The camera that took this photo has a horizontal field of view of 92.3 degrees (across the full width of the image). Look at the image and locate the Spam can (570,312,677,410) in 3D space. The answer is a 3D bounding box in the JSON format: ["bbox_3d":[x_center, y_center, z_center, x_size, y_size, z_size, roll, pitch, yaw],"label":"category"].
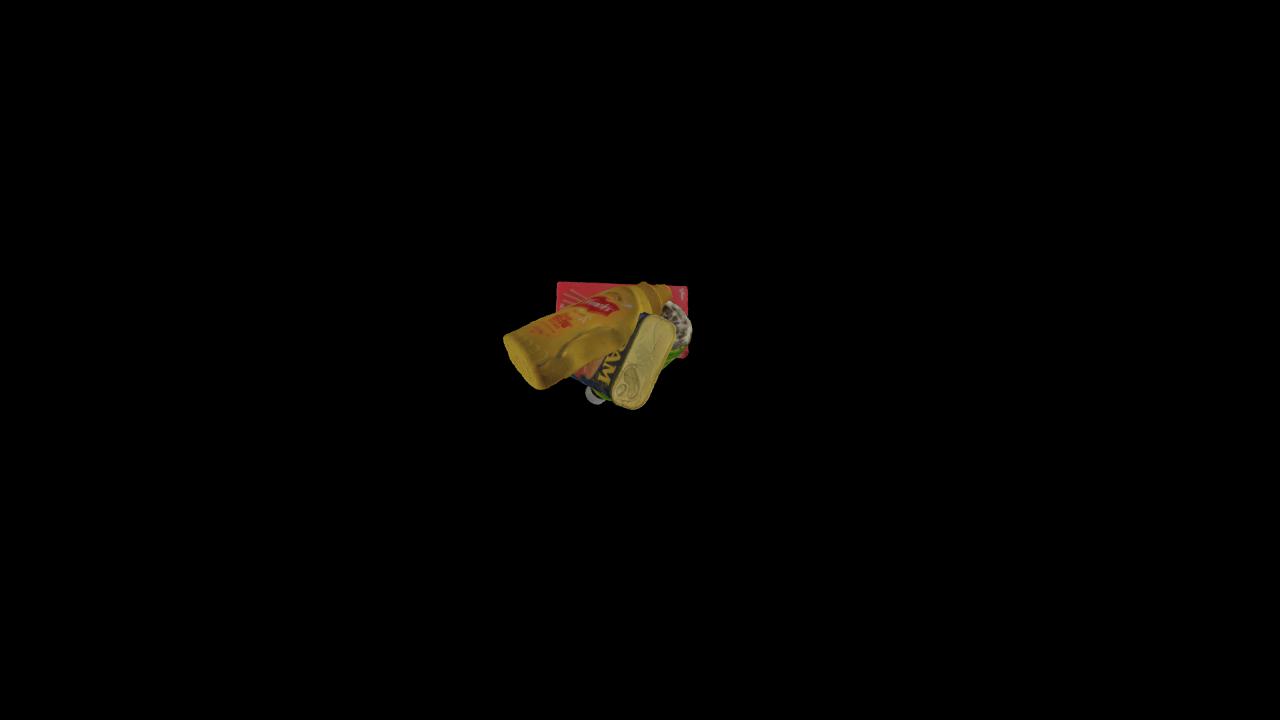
[{"bbox_3d":[-0.022,-0.010,0.657,0.085,0.101,0.058,25,0,43],"label":"Spam can"}]

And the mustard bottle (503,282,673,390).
[{"bbox_3d":[-0.044,-0.036,0.644,0.184,0.054,0.092,-28,28,-20],"label":"mustard bottle"}]

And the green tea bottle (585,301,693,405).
[{"bbox_3d":[-0.015,0.004,0.757,0.073,0.073,0.212,0,-27,-30],"label":"green tea bottle"}]

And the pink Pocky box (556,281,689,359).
[{"bbox_3d":[-0.021,-0.047,0.713,0.155,0.084,0.029,2,-19,-3],"label":"pink Pocky box"}]
